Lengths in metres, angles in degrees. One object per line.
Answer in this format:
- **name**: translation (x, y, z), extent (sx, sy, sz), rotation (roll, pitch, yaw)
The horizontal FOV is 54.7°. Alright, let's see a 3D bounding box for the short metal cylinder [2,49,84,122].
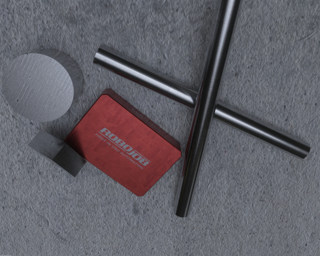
- **short metal cylinder**: translation (-0.139, -0.053, 0.375), extent (0.081, 0.050, 0.079), rotation (0, 110, 0)

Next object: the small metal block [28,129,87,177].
- **small metal block**: translation (-0.130, 0.033, 0.395), extent (0.025, 0.050, 0.050), rotation (-56, 147, -19)

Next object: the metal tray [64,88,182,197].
- **metal tray**: translation (-0.047, 0.022, 0.415), extent (0.130, 0.030, 0.090), rotation (38, 105, -13)

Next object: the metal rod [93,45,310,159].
- **metal rod**: translation (0.060, -0.029, 0.399), extent (0.301, 0.025, 0.025), rotation (24, 108, -9)

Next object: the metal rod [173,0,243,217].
- **metal rod**: translation (0.052, -0.006, 0.383), extent (0.025, 0.025, 0.298), rotation (7, 119, -3)
